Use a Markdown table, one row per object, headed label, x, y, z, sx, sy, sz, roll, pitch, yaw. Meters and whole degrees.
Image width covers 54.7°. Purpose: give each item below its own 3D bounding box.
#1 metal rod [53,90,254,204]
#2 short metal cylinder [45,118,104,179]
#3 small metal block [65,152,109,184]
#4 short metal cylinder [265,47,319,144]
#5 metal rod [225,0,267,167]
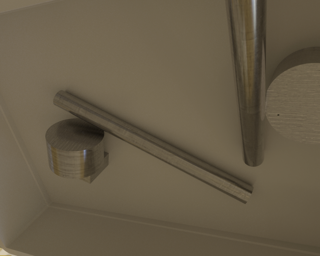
| label | x | y | z | sx | sy | sz | roll | pitch | yaw |
| --- | --- | --- | --- | --- | --- | --- | --- | --- | --- |
| metal rod | -0.017 | 0.021 | 0.429 | 0.301 | 0.025 | 0.025 | 26 | 128 | 11 |
| short metal cylinder | -0.123 | 0.028 | 0.453 | 0.080 | 0.080 | 0.050 | 19 | 126 | 17 |
| small metal block | -0.116 | 0.054 | 0.485 | 0.050 | 0.050 | 0.025 | 20 | 126 | 16 |
| short metal cylinder | 0.145 | -0.031 | 0.296 | 0.080 | 0.050 | 0.079 | 13 | 124 | 20 |
| metal rod | 0.073 | -0.042 | 0.252 | 0.025 | 0.025 | 0.299 | 9 | 152 | 23 |
